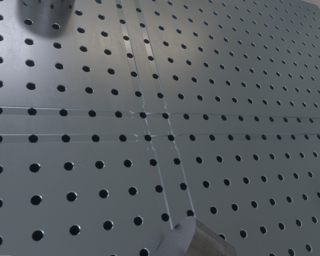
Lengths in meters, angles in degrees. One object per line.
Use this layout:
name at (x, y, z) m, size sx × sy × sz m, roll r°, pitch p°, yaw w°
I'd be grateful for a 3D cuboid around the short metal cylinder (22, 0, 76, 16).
short metal cylinder at (-0.155, -0.206, 0.434) m, size 0.081 × 0.050 × 0.080 m, roll 14°, pitch 56°, yaw -21°

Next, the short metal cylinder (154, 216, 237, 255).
short metal cylinder at (0.030, 0.136, 0.306) m, size 0.050 × 0.080 × 0.080 m, roll 38°, pitch 51°, yaw -3°
